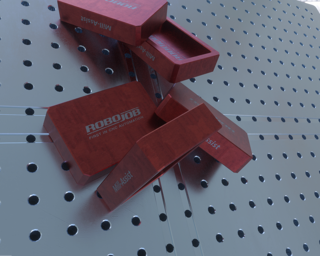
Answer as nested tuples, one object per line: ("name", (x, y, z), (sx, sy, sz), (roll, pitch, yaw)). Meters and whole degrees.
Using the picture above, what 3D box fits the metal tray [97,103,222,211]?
("metal tray", (-0.005, 0.033, 0.319), (0.091, 0.129, 0.030), (-30, 79, -38))

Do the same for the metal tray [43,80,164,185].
("metal tray", (-0.058, 0.000, 0.375), (0.131, 0.030, 0.090), (-24, 75, -37))

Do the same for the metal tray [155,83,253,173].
("metal tray", (0.061, -0.005, 0.417), (0.130, 0.030, 0.090), (37, 22, -4))

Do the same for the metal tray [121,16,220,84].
("metal tray", (0.011, -0.122, 0.459), (0.091, 0.030, 0.130), (-23, 54, -37))

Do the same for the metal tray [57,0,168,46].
("metal tray", (-0.066, -0.169, 0.442), (0.130, 0.030, 0.090), (22, 49, 14))
